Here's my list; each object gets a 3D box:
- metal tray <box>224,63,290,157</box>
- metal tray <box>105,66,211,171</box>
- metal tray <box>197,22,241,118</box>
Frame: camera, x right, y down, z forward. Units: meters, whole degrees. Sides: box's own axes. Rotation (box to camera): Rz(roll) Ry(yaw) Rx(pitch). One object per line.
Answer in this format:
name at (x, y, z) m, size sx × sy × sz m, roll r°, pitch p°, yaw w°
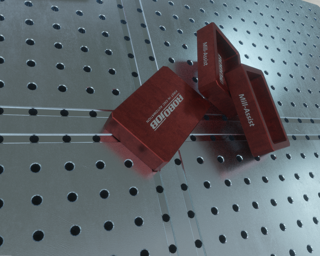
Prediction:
metal tray at (0.146, -0.027, 0.463) m, size 0.091 × 0.030 × 0.130 m, roll -3°, pitch 73°, yaw -54°
metal tray at (0.002, -0.018, 0.416) m, size 0.090 × 0.030 × 0.131 m, roll 41°, pitch 51°, yaw 0°
metal tray at (0.097, -0.091, 0.488) m, size 0.090 × 0.030 × 0.130 m, roll 34°, pitch 46°, yaw -39°
